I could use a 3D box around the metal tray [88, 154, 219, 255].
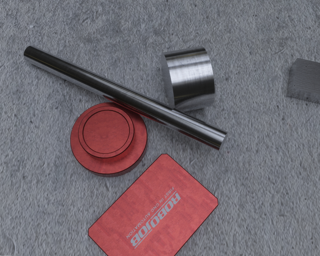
[{"bbox_3d":[-0.006,0.106,0.367,0.090,0.030,0.130,42,75,13],"label":"metal tray"}]

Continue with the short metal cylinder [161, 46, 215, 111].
[{"bbox_3d":[0.034,-0.062,0.402,0.050,0.080,0.080,-11,71,-4],"label":"short metal cylinder"}]

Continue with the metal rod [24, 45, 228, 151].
[{"bbox_3d":[-0.057,-0.045,0.400,0.301,0.025,0.025,25,72,18],"label":"metal rod"}]

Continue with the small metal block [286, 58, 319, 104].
[{"bbox_3d":[0.210,-0.066,0.435,0.050,0.025,0.050,14,70,4],"label":"small metal block"}]

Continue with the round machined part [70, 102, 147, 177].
[{"bbox_3d":[-0.065,0.011,0.394,0.099,0.042,0.098,0,70,-1],"label":"round machined part"}]
